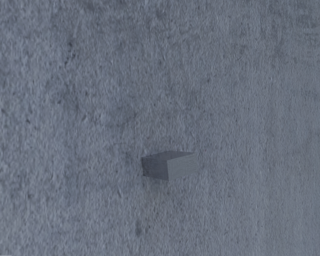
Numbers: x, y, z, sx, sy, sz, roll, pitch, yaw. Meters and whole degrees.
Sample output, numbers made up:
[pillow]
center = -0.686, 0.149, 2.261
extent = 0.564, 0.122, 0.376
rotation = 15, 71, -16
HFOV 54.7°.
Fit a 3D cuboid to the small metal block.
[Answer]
[small metal block]
center = 0.012, 0.047, 0.401
extent = 0.050, 0.050, 0.025
rotation = -10, 97, -40
